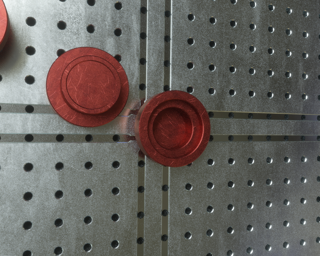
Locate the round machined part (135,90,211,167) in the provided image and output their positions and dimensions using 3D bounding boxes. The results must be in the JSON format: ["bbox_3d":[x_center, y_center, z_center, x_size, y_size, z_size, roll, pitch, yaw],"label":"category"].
[{"bbox_3d":[0.014,0.001,0.410,0.099,0.042,0.097,0,90,-21],"label":"round machined part"}]

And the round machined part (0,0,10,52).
[{"bbox_3d":[-0.212,-0.112,0.325,0.099,0.042,0.097,0,90,-21],"label":"round machined part"}]

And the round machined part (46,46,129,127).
[{"bbox_3d":[-0.085,-0.050,0.373,0.099,0.042,0.097,0,90,-21],"label":"round machined part"}]
